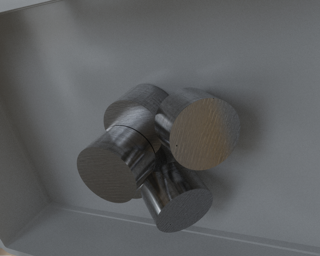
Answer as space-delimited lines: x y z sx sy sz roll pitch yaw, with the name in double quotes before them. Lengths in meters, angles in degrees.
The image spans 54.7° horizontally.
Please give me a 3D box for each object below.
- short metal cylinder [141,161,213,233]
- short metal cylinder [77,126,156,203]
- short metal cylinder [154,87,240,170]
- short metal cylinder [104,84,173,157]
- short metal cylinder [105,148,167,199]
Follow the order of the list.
"short metal cylinder" 0.022 0.090 0.405 0.050 0.081 0.079 54 144 44
"short metal cylinder" -0.052 0.044 0.377 0.080 0.050 0.079 13 124 20
"short metal cylinder" 0.040 0.000 0.342 0.081 0.050 0.079 -7 111 -17
"short metal cylinder" -0.024 -0.009 0.395 0.080 0.050 0.079 13 124 20
"short metal cylinder" -0.038 0.054 0.443 0.080 0.050 0.079 13 124 20
